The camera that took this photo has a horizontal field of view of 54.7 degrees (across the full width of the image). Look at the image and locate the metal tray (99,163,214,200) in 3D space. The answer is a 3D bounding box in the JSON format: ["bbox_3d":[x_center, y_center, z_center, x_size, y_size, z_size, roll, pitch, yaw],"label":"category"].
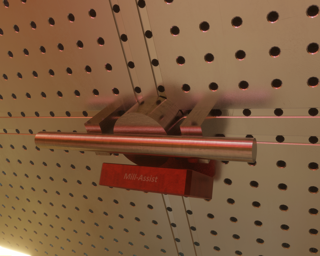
[{"bbox_3d":[-0.004,0.072,0.419,0.130,0.090,0.030,1,76,28],"label":"metal tray"}]

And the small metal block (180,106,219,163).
[{"bbox_3d":[0.050,0.007,0.374,0.025,0.050,0.050,-1,118,29],"label":"small metal block"}]

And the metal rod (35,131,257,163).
[{"bbox_3d":[-0.039,0.020,0.379,0.300,0.025,0.025,1,119,28],"label":"metal rod"}]

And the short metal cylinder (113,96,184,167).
[{"bbox_3d":[-0.013,0.005,0.405,0.080,0.050,0.079,13,124,21],"label":"short metal cylinder"}]

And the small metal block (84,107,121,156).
[{"bbox_3d":[-0.074,0.004,0.437,0.025,0.050,0.050,-1,118,29],"label":"small metal block"}]
